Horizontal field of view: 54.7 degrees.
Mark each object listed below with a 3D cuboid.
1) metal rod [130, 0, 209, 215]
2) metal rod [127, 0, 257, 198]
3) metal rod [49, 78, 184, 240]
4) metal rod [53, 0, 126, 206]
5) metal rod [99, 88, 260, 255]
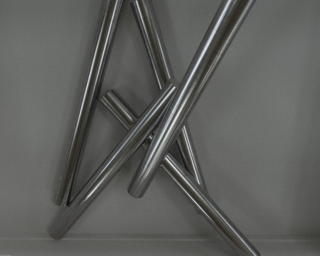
[{"bbox_3d":[0.021,-0.014,0.406,0.025,0.025,0.298,-16,110,6],"label":"metal rod"},{"bbox_3d":[0.021,-0.020,0.330,0.025,0.025,0.298,21,128,-8],"label":"metal rod"},{"bbox_3d":[-0.068,0.055,0.405,0.025,0.025,0.299,35,116,-12],"label":"metal rod"},{"bbox_3d":[-0.095,-0.027,0.400,0.025,0.025,0.298,17,109,-6],"label":"metal rod"},{"bbox_3d":[0.030,0.069,0.413,0.025,0.025,0.300,-40,97,13],"label":"metal rod"}]
